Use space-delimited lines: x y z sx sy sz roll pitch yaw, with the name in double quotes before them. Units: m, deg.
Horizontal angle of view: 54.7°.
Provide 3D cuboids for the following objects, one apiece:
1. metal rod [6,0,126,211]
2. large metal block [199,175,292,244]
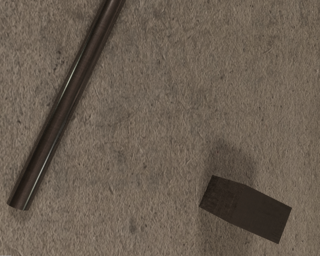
"metal rod" -0.104 -0.048 0.371 0.025 0.025 0.299 25 81 -19
"large metal block" 0.114 0.108 0.424 0.080 0.080 0.050 27 81 -18
